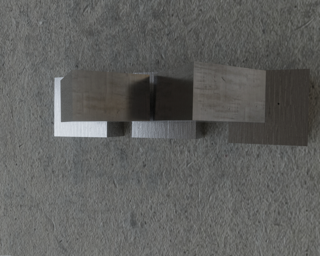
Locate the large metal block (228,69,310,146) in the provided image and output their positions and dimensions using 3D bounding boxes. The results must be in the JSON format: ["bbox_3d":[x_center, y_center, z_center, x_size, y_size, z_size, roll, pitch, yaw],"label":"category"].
[{"bbox_3d":[0.123,-0.022,0.354,0.080,0.050,0.079,2,91,19],"label":"large metal block"}]

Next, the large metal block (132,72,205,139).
[{"bbox_3d":[0.012,-0.028,0.392,0.080,0.050,0.079,1,90,19],"label":"large metal block"}]

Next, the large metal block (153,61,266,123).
[{"bbox_3d":[0.047,-0.031,0.313,0.080,0.081,0.050,2,90,64],"label":"large metal block"}]

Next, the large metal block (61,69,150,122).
[{"bbox_3d":[-0.065,-0.032,0.349,0.081,0.080,0.050,-1,91,-26],"label":"large metal block"}]

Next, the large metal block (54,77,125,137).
[{"bbox_3d":[-0.097,-0.028,0.430,0.080,0.050,0.079,0,90,19],"label":"large metal block"}]
